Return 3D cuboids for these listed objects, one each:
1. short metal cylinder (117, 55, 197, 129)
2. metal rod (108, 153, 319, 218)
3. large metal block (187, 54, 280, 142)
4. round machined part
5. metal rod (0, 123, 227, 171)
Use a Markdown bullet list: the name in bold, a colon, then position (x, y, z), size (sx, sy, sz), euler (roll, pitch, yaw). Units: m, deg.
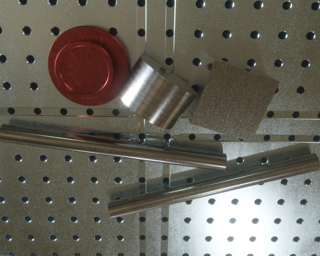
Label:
- **short metal cylinder**: position (-0.003, -0.043, 0.368), size (0.080, 0.080, 0.050), euler (33, 107, -12)
- **metal rod**: position (0.073, 0.084, 0.445), size (0.301, 0.025, 0.025), euler (-14, 110, 4)
- **large metal block**: position (0.087, -0.038, 0.387), size (0.080, 0.050, 0.079), euler (17, 109, -7)
- **round machined part**: position (-0.087, -0.073, 0.376), size (0.099, 0.042, 0.097), euler (0, 110, -1)
- **metal rod**: position (-0.060, 0.027, 0.422), size (0.302, 0.025, 0.025), euler (8, 110, -4)
